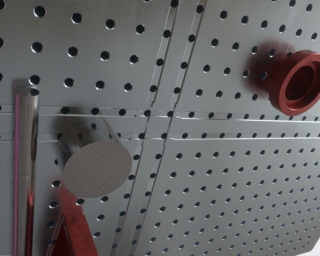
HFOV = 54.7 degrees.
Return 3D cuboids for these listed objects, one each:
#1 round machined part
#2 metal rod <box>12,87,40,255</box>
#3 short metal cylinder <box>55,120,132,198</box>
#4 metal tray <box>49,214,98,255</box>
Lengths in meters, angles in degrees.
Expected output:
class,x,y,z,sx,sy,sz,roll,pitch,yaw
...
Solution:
class,x,y,z,sx,sy,sz,roll,pitch,yaw
round machined part,0.203,-0.070,0.467,0.099,0.042,0.097,-14,124,-21
metal rod,-0.167,0.094,0.378,0.025,0.025,0.298,-1,119,-28
short metal cylinder,-0.080,0.037,0.374,0.081,0.050,0.079,-14,124,-21
metal tray,-0.126,0.195,0.421,0.030,0.090,0.129,10,113,-33
